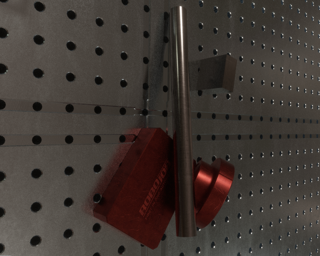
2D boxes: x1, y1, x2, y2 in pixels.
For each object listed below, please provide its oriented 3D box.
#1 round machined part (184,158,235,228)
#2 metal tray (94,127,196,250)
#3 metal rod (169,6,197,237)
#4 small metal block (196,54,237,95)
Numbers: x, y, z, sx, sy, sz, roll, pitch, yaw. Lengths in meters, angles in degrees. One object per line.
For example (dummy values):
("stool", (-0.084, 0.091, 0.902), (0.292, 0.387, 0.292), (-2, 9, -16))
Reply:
("round machined part", (0.059, 0.083, 0.426), (0.042, 0.098, 0.098), (29, 68, 1))
("metal tray", (-0.013, 0.075, 0.397), (0.090, 0.030, 0.130), (44, 64, -32))
("metal rod", (0.028, -0.017, 0.402), (0.025, 0.025, 0.299), (9, 75, -40))
("small metal block", (0.085, -0.079, 0.467), (0.025, 0.050, 0.050), (15, 81, -40))
